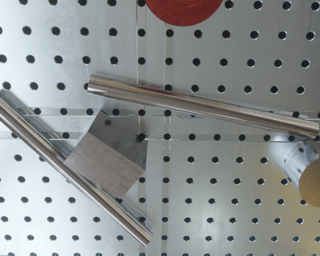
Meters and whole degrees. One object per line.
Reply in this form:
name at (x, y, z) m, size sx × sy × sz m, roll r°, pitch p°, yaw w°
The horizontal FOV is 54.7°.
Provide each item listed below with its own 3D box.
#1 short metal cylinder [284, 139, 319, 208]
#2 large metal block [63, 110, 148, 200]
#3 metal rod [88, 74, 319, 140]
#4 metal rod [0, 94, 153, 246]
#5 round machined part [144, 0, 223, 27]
short metal cylinder at (0.221, 0.061, 0.426) m, size 0.081 × 0.050 × 0.079 m, roll 0°, pitch 110°, yaw -1°
large metal block at (-0.064, 0.031, 0.395) m, size 0.080 × 0.080 × 0.050 m, roll 36°, pitch 106°, yaw -13°
metal rod at (0.059, -0.026, 0.404) m, size 0.302 × 0.025 × 0.025 m, roll 11°, pitch 110°, yaw -5°
metal rod at (-0.119, 0.066, 0.436) m, size 0.025 × 0.025 × 0.300 m, roll -40°, pitch 106°, yaw 13°
round machined part at (0.027, -0.164, 0.344) m, size 0.099 × 0.042 × 0.097 m, roll 0°, pitch 110°, yaw -1°
